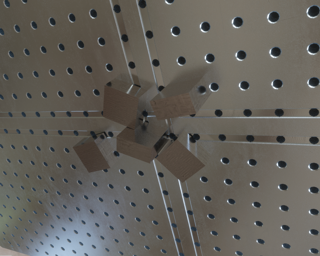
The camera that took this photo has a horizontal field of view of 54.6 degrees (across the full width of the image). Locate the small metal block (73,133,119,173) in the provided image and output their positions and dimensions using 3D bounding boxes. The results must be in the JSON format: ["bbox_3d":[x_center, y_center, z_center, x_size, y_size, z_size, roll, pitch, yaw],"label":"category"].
[{"bbox_3d":[-0.101,0.040,0.490,0.050,0.025,0.050,-16,110,34],"label":"small metal block"}]

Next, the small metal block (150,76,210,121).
[{"bbox_3d":[0.024,-0.035,0.361,0.050,0.050,0.025,-9,114,32],"label":"small metal block"}]

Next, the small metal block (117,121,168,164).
[{"bbox_3d":[-0.024,0.016,0.418,0.050,0.050,0.025,18,126,18],"label":"small metal block"}]

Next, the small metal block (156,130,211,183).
[{"bbox_3d":[0.031,0.039,0.419,0.050,0.025,0.050,43,129,-2],"label":"small metal block"}]

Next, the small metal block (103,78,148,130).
[{"bbox_3d":[-0.047,-0.032,0.417,0.050,0.025,0.050,22,127,15],"label":"small metal block"}]
